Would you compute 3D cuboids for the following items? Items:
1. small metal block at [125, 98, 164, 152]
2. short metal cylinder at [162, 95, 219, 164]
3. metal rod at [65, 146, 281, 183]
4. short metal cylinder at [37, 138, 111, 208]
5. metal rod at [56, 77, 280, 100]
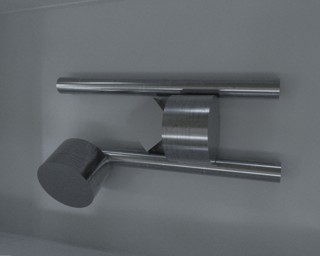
[{"bbox_3d":[-0.009,-0.004,0.411,0.050,0.025,0.050,-39,78,15],"label":"small metal block"},{"bbox_3d":[0.039,0.001,0.365,0.050,0.080,0.079,2,91,20],"label":"short metal cylinder"},{"bbox_3d":[-0.002,0.043,0.408,0.301,0.025,0.025,3,91,19],"label":"metal rod"},{"bbox_3d":[-0.114,0.061,0.416,0.080,0.050,0.079,10,127,14],"label":"short metal cylinder"},{"bbox_3d":[-0.003,-0.054,0.409,0.301,0.025,0.025,4,91,19],"label":"metal rod"}]
